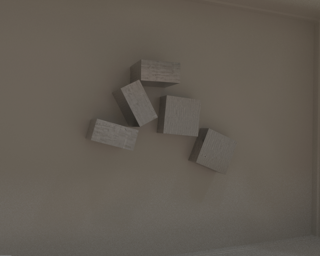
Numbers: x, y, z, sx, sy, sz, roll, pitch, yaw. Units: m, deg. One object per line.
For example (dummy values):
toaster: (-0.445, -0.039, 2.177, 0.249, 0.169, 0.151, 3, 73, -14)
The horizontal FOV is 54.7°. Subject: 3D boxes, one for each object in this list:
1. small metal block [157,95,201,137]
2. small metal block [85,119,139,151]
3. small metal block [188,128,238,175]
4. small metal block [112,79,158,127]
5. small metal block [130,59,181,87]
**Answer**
small metal block: (0.026, -0.016, 0.421, 0.050, 0.025, 0.050, 6, 88, -20)
small metal block: (-0.059, 0.008, 0.376, 0.050, 0.050, 0.025, 16, 85, -20)
small metal block: (0.075, 0.033, 0.440, 0.050, 0.025, 0.050, 24, 82, -19)
small metal block: (-0.033, -0.029, 0.386, 0.025, 0.050, 0.050, -29, 100, -18)
small metal block: (-0.007, -0.068, 0.395, 0.050, 0.050, 0.025, 1, 90, -20)
